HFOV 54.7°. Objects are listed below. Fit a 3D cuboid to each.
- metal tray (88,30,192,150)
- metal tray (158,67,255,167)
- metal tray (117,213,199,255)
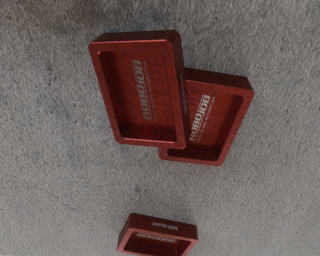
[{"bbox_3d":[-0.017,-0.039,0.344,0.090,0.030,0.129,4,126,20],"label":"metal tray"},{"bbox_3d":[0.053,-0.009,0.396,0.091,0.030,0.129,8,130,-7],"label":"metal tray"},{"bbox_3d":[-0.005,0.207,0.580,0.131,0.030,0.089,15,129,-13],"label":"metal tray"}]
